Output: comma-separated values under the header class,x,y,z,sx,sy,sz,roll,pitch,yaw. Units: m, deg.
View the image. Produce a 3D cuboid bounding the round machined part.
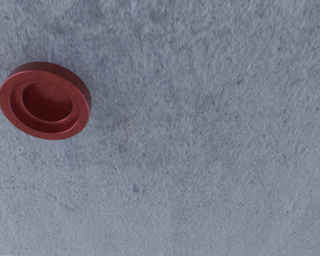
class,x,y,z,sx,sy,sz,roll,pitch,yaw
round machined part,-0.130,-0.035,0.364,0.099,0.042,0.097,-1,130,0
